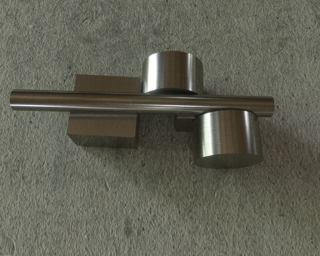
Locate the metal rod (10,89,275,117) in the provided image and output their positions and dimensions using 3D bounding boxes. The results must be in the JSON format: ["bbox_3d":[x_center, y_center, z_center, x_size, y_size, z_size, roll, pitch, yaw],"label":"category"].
[{"bbox_3d":[-0.019,-0.029,0.365,0.302,0.025,0.025,1,70,-1],"label":"metal rod"}]

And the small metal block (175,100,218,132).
[{"bbox_3d":[0.046,-0.015,0.401,0.050,0.050,0.025,1,70,0],"label":"small metal block"}]

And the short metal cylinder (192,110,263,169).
[{"bbox_3d":[0.080,0.017,0.374,0.081,0.080,0.050,0,70,-1],"label":"short metal cylinder"}]

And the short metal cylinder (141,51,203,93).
[{"bbox_3d":[0.016,-0.056,0.402,0.081,0.080,0.050,2,70,0],"label":"short metal cylinder"}]

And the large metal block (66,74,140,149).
[{"bbox_3d":[-0.067,-0.020,0.399,0.081,0.050,0.080,3,70,1],"label":"large metal block"}]
